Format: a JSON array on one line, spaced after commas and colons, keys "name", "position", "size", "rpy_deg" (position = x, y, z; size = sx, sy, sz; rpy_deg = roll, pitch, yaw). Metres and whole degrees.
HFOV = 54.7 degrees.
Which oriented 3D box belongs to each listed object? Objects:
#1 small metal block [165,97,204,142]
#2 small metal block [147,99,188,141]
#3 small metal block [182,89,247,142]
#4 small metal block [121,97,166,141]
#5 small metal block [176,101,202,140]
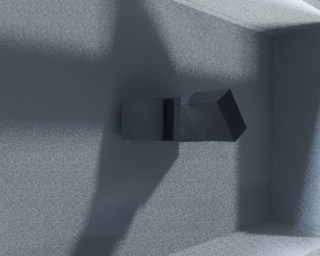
[{"name": "small metal block", "position": [0.034, -0.009, 0.366], "size": [0.050, 0.025, 0.050], "rpy_deg": [1, 89, -40]}, {"name": "small metal block", "position": [0.009, -0.009, 0.395], "size": [0.025, 0.050, 0.050], "rpy_deg": [1, 89, -40]}, {"name": "small metal block", "position": [0.059, -0.013, 0.339], "size": [0.025, 0.050, 0.050], "rpy_deg": [-42, 116, -31]}, {"name": "small metal block", "position": [-0.017, -0.010, 0.370], "size": [0.025, 0.050, 0.050], "rpy_deg": [2, 89, -74]}, {"name": "small metal block", "position": [0.038, -0.009, 0.417], "size": [0.025, 0.050, 0.050], "rpy_deg": [1, 90, -6]}]
